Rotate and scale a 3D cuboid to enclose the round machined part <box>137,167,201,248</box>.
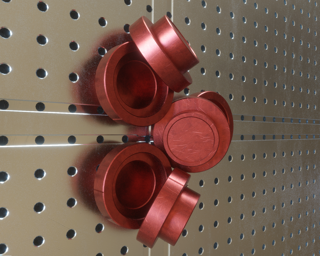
[{"bbox_3d":[0.015,0.100,0.372,0.042,0.098,0.098,28,71,11],"label":"round machined part"}]

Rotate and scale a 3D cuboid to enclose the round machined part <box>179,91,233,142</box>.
[{"bbox_3d":[0.058,-0.003,0.445,0.099,0.042,0.097,0,90,-40],"label":"round machined part"}]

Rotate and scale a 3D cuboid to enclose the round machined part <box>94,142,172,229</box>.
[{"bbox_3d":[-0.035,0.065,0.368,0.099,0.042,0.097,0,90,-40],"label":"round machined part"}]

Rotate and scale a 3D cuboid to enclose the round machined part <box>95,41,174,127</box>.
[{"bbox_3d":[-0.033,-0.050,0.368,0.099,0.042,0.097,0,90,-40],"label":"round machined part"}]

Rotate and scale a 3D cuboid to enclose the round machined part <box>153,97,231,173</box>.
[{"bbox_3d":[0.039,0.010,0.390,0.042,0.098,0.097,-56,136,-77],"label":"round machined part"}]

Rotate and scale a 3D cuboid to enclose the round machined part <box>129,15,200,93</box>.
[{"bbox_3d":[0.011,-0.094,0.370,0.098,0.042,0.098,49,17,-20],"label":"round machined part"}]
